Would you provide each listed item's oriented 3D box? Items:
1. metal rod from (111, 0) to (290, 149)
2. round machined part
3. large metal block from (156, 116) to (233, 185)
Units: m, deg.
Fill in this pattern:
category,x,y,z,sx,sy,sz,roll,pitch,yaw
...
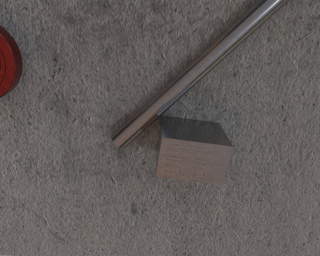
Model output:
category,x,y,z,sx,sy,sz,roll,pitch,yaw
metal rod,0.053,-0.078,0.381,0.300,0.025,0.025,-42,105,13
round machined part,-0.213,-0.082,0.368,0.099,0.042,0.097,0,110,-1
large metal block,0.038,0.025,0.390,0.081,0.080,0.050,8,110,-3
